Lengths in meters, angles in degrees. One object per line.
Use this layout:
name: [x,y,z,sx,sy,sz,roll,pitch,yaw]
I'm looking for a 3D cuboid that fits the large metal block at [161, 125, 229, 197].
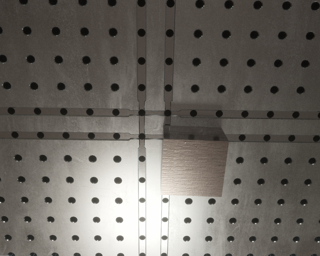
large metal block: [0.043,0.044,0.417,0.081,0.050,0.079,2,110,-2]
